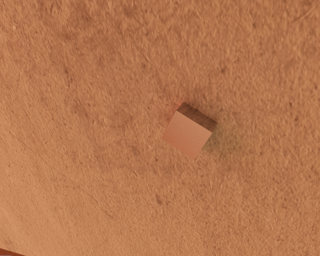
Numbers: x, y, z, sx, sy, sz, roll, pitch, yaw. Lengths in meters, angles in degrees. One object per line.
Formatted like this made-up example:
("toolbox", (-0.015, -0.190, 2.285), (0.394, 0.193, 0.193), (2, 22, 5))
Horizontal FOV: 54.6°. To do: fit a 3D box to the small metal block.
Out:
("small metal block", (0.037, 0.004, 0.390), (0.050, 0.025, 0.050), (32, 129, 7))
